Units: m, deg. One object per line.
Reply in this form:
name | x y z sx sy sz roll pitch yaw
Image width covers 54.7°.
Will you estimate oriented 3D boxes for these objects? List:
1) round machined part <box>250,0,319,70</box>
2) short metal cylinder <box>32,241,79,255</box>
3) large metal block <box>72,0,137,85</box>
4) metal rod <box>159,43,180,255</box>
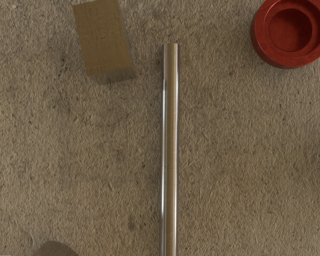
round machined part | 0.166 -0.125 0.404 0.099 0.042 0.097 0 90 -1
short metal cylinder | -0.132 0.188 0.381 0.080 0.080 0.050 44 90 -1
large metal block | -0.064 -0.102 0.382 0.050 0.080 0.080 -12 90 0
metal rod | 0.013 0.040 0.410 0.025 0.025 0.298 1 90 -1
